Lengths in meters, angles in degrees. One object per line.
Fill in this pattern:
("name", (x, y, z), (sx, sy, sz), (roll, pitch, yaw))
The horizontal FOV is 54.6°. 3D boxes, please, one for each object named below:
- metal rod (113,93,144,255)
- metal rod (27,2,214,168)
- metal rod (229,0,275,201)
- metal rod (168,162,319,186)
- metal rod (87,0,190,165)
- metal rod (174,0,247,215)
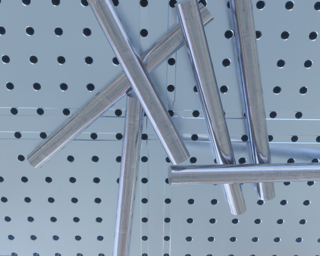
("metal rod", (-0.048, 0.097, 0.448), (0.025, 0.025, 0.298), (7, 110, -3))
("metal rod", (-0.059, -0.046, 0.396), (0.300, 0.025, 0.025), (-39, 106, 13))
("metal rod", (0.120, -0.038, 0.399), (0.025, 0.025, 0.298), (-12, 110, 4))
("metal rod", (0.161, 0.059, 0.411), (0.302, 0.025, 0.025), (0, 111, -10))
("metal rod", (-0.042, -0.092, 0.356), (0.025, 0.025, 0.299), (-26, 100, 9))
("metal rod", (0.071, -0.008, 0.395), (0.025, 0.025, 0.299), (-16, 115, 6))
